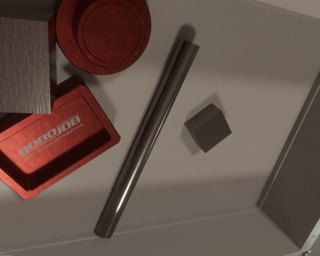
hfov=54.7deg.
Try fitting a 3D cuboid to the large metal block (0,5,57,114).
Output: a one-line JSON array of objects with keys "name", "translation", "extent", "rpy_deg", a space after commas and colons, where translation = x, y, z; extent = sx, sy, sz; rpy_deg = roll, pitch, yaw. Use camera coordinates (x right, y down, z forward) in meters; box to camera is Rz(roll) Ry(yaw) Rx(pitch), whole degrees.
[{"name": "large metal block", "translation": [-0.135, -0.060, 0.269], "extent": [0.081, 0.050, 0.079], "rpy_deg": [2, 119, -13]}]

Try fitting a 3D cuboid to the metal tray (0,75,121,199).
[{"name": "metal tray", "translation": [-0.121, 0.012, 0.347], "extent": [0.131, 0.030, 0.090], "rpy_deg": [-33, 129, -7]}]

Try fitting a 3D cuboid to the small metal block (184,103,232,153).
[{"name": "small metal block", "translation": [0.070, 0.000, 0.450], "extent": [0.050, 0.025, 0.050], "rpy_deg": [-37, 130, -4]}]

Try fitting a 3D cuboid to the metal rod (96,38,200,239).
[{"name": "metal rod", "translation": [-0.023, 0.027, 0.413], "extent": [0.025, 0.025, 0.298], "rpy_deg": [12, 112, -34]}]

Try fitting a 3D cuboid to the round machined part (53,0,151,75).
[{"name": "round machined part", "translation": [-0.053, -0.098, 0.309], "extent": [0.099, 0.042, 0.097], "rpy_deg": [-14, 125, -21]}]
